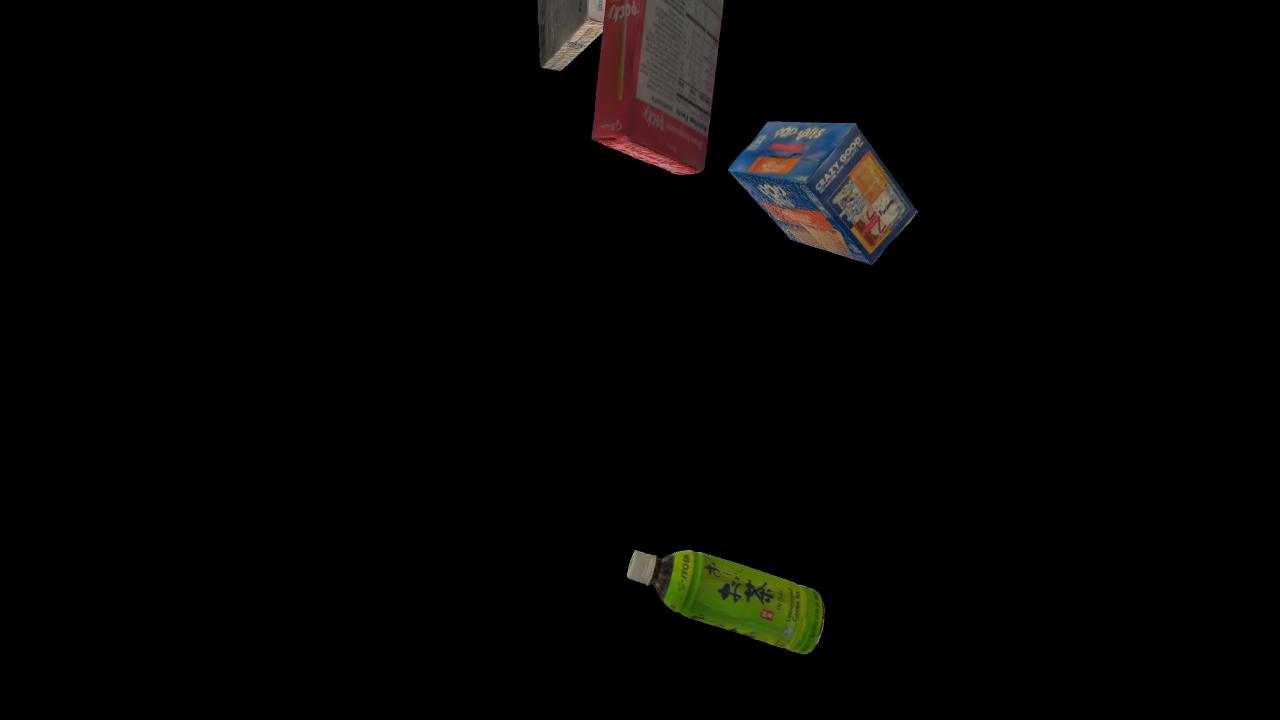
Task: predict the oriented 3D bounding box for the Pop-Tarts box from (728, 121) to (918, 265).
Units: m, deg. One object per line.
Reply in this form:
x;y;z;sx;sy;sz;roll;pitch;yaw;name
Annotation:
0.210;-0.201;0.726;0.141;0.083;0.167;38;2;-30;Pop-Tarts box

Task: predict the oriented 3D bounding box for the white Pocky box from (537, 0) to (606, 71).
-0.068;-0.351;0.608;0.028;0.084;0.154;-3;9;-25;white Pocky box

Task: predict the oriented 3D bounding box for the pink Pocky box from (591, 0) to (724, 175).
0.015;-0.193;0.353;0.029;0.155;0.084;11;8;34;pink Pocky box

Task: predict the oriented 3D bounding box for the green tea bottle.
0.090;0.255;0.672;0.212;0.073;0.073;18;0;0;green tea bottle
